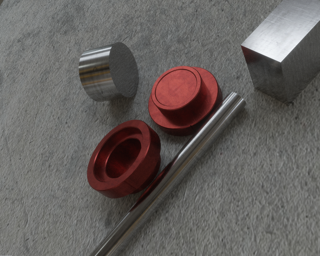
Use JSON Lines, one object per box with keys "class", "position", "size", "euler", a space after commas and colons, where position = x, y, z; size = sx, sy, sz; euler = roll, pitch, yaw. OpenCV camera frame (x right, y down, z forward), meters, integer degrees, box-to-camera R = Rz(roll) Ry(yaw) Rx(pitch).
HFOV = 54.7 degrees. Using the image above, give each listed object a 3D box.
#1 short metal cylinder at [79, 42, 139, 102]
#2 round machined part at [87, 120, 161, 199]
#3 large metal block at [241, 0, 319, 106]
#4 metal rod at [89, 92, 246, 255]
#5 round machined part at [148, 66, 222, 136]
{"class": "short metal cylinder", "position": [-0.073, -0.081, 0.457], "size": [0.050, 0.080, 0.080], "euler": [-7, 59, 25]}
{"class": "round machined part", "position": [-0.038, 0.041, 0.377], "size": [0.098, 0.042, 0.098], "euler": [-26, 40, 25]}
{"class": "large metal block", "position": [0.144, -0.085, 0.345], "size": [0.080, 0.080, 0.050], "euler": [-47, 51, -4]}
{"class": "metal rod", "position": [-0.004, 0.076, 0.359], "size": [0.300, 0.025, 0.025], "euler": [-49, 52, -7]}
{"class": "round machined part", "position": [0.028, -0.042, 0.404], "size": [0.098, 0.042, 0.098], "euler": [-13, 56, 21]}
